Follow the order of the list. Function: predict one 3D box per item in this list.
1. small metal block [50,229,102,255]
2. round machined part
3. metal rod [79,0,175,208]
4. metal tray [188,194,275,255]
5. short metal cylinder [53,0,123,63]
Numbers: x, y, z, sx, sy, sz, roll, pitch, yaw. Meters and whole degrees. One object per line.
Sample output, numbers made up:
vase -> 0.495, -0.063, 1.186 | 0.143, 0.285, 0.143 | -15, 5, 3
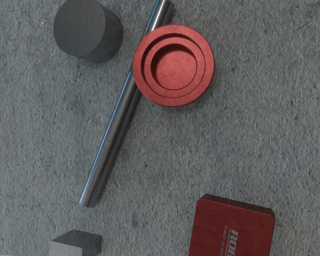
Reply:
small metal block -> -0.117, 0.168, 0.437 | 0.050, 0.050, 0.025 | 4, 92, 20
round machined part -> 0.019, -0.075, 0.387 | 0.098, 0.042, 0.097 | 1, 93, 9
metal rod -> -0.049, -0.029, 0.426 | 0.025, 0.025, 0.298 | 25, 98, 18
metal tray -> 0.083, 0.155, 0.377 | 0.090, 0.030, 0.129 | 10, 93, 19
short metal cylinder -> -0.099, -0.135, 0.430 | 0.080, 0.050, 0.080 | 0, 90, 20
